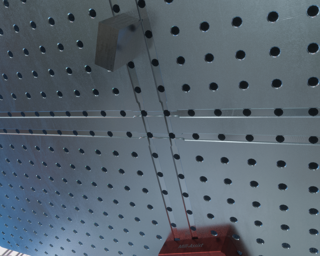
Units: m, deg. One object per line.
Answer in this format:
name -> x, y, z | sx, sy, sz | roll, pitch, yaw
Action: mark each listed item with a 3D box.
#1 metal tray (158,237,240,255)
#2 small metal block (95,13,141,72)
metal tray -> 0.072, 0.227, 0.511 | 0.130, 0.030, 0.090 | -20, 108, 35
small metal block -> -0.049, -0.100, 0.359 | 0.025, 0.050, 0.050 | 25, 127, 13
